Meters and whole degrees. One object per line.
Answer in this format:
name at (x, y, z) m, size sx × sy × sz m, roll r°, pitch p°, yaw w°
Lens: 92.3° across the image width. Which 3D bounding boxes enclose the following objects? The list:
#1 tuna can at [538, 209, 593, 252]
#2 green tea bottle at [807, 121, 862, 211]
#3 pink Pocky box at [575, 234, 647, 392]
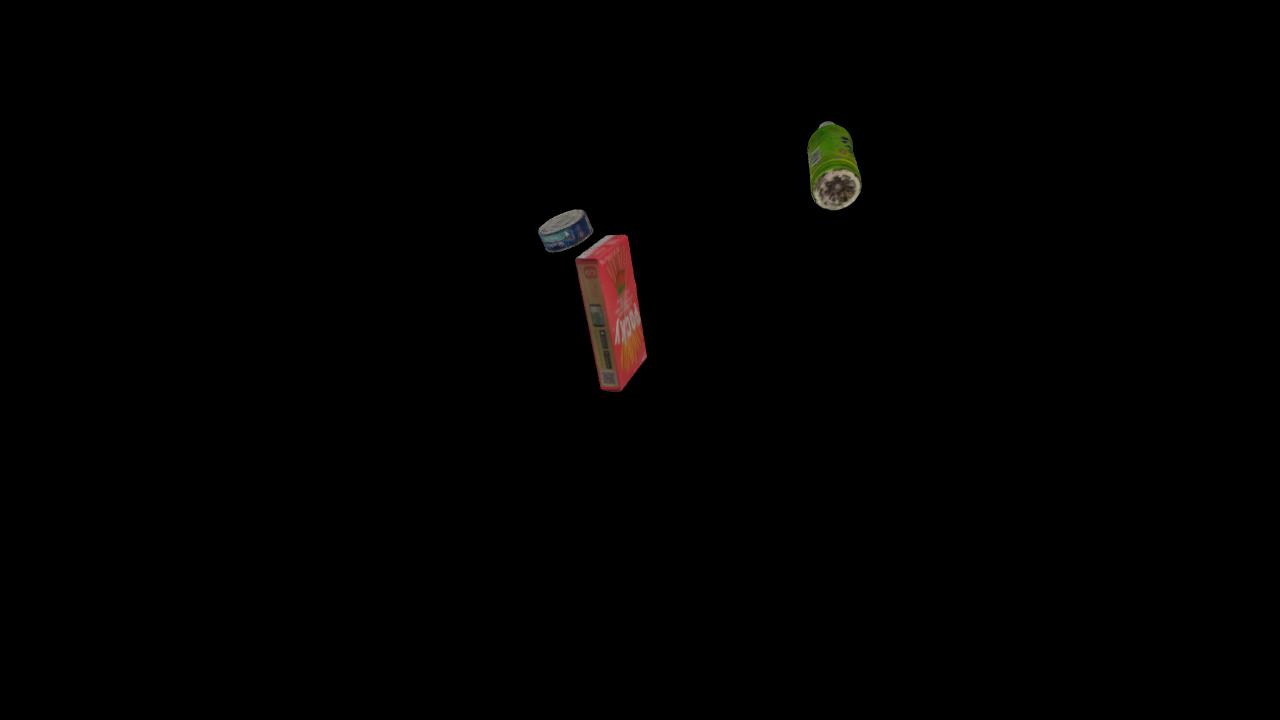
tuna can at (-0.119, -0.207, 0.982) m, size 0.084 × 0.034 × 0.084 m, roll -17°, pitch 32°, yaw 11°
green tea bottle at (0.292, -0.310, 0.941) m, size 0.073 × 0.073 × 0.212 m, roll 0°, pitch 44°, yaw 11°
pink Pocky box at (-0.028, -0.052, 0.675) m, size 0.029 × 0.155 × 0.084 m, roll 2°, pitch 28°, yaw 23°
